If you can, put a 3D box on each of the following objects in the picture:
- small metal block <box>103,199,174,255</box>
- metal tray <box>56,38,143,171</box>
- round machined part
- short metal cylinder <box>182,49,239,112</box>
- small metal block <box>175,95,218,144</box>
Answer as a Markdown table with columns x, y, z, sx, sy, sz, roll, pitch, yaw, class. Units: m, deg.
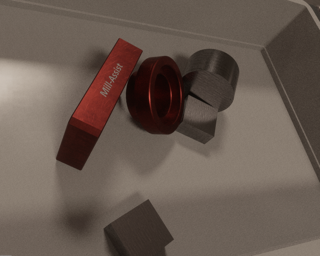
| x | y | z | sx | sy | sz | roll | pitch | yaw | class |
| --- | --- | --- | --- | --- | --- | --- | --- | --- | --- |
| -0.022 | 0.112 | 0.327 | 0.050 | 0.025 | 0.050 | -25 | 76 | -37 | small metal block |
| -0.066 | -0.027 | 0.345 | 0.030 | 0.090 | 0.130 | 27 | 52 | -10 | metal tray |
| -0.008 | -0.041 | 0.395 | 0.098 | 0.042 | 0.097 | -4 | 94 | -62 | round machined part |
| 0.071 | -0.067 | 0.452 | 0.080 | 0.080 | 0.050 | 29 | 52 | -10 | short metal cylinder |
| 0.052 | -0.012 | 0.443 | 0.050 | 0.025 | 0.050 | 25 | 53 | -13 | small metal block |
